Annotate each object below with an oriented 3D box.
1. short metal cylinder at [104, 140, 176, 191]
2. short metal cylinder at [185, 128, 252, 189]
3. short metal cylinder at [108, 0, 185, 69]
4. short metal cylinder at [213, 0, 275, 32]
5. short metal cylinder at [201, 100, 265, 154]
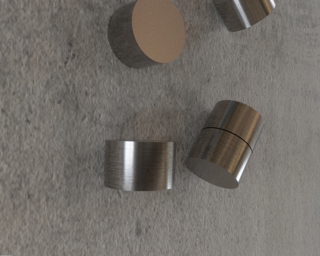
[{"bbox_3d":[-0.022,0.039,0.352,0.081,0.080,0.050,2,89,-40],"label":"short metal cylinder"},{"bbox_3d":[0.083,0.044,0.441,0.080,0.080,0.050,45,63,-31],"label":"short metal cylinder"},{"bbox_3d":[-0.016,-0.115,0.377,0.081,0.050,0.079,0,90,-40],"label":"short metal cylinder"},{"bbox_3d":[0.130,-0.195,0.480,0.050,0.080,0.080,52,59,-28],"label":"short metal cylinder"},{"bbox_3d":[0.107,0.003,0.462,0.080,0.080,0.050,45,63,-31],"label":"short metal cylinder"}]
